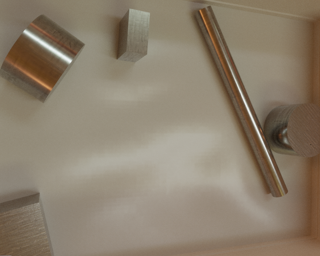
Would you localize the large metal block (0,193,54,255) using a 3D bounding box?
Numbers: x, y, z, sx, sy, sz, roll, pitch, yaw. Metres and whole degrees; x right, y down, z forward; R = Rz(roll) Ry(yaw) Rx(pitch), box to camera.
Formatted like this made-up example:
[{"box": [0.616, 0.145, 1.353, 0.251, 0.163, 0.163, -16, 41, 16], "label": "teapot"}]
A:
[{"box": [-0.165, 0.125, 0.337, 0.081, 0.050, 0.079, -13, 95, -20], "label": "large metal block"}]

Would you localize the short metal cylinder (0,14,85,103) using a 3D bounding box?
[{"box": [-0.125, -0.074, 0.335, 0.050, 0.080, 0.080, 35, 79, -17], "label": "short metal cylinder"}]

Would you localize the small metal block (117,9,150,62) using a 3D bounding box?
[{"box": [-0.034, -0.113, 0.385, 0.025, 0.050, 0.050, 4, 89, -20], "label": "small metal block"}]

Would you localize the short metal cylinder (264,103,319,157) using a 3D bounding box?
[{"box": [0.210, 0.003, 0.477, 0.081, 0.050, 0.079, 0, 90, -21], "label": "short metal cylinder"}]

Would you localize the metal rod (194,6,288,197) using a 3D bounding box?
[{"box": [0.123, -0.032, 0.457, 0.025, 0.025, 0.299, -29, 100, -18], "label": "metal rod"}]
